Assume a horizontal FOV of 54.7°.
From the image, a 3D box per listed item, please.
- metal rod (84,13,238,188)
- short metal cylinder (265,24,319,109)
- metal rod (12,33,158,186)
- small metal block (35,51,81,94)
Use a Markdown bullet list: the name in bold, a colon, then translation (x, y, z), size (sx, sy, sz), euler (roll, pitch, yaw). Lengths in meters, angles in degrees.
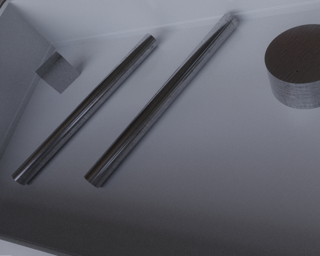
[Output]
- **metal rod**: translation (0.006, -0.042, 0.427), size (0.025, 0.025, 0.300), euler (35, 81, 38)
- **short metal cylinder**: translation (0.163, -0.068, 0.346), size (0.080, 0.050, 0.080), euler (-13, 56, 20)
- **metal rod**: translation (-0.112, -0.032, 0.482), size (0.300, 0.025, 0.025), euler (-48, 52, -6)
- **small metal block**: translation (-0.176, -0.096, 0.538), size (0.050, 0.050, 0.025), euler (-46, 51, -4)
